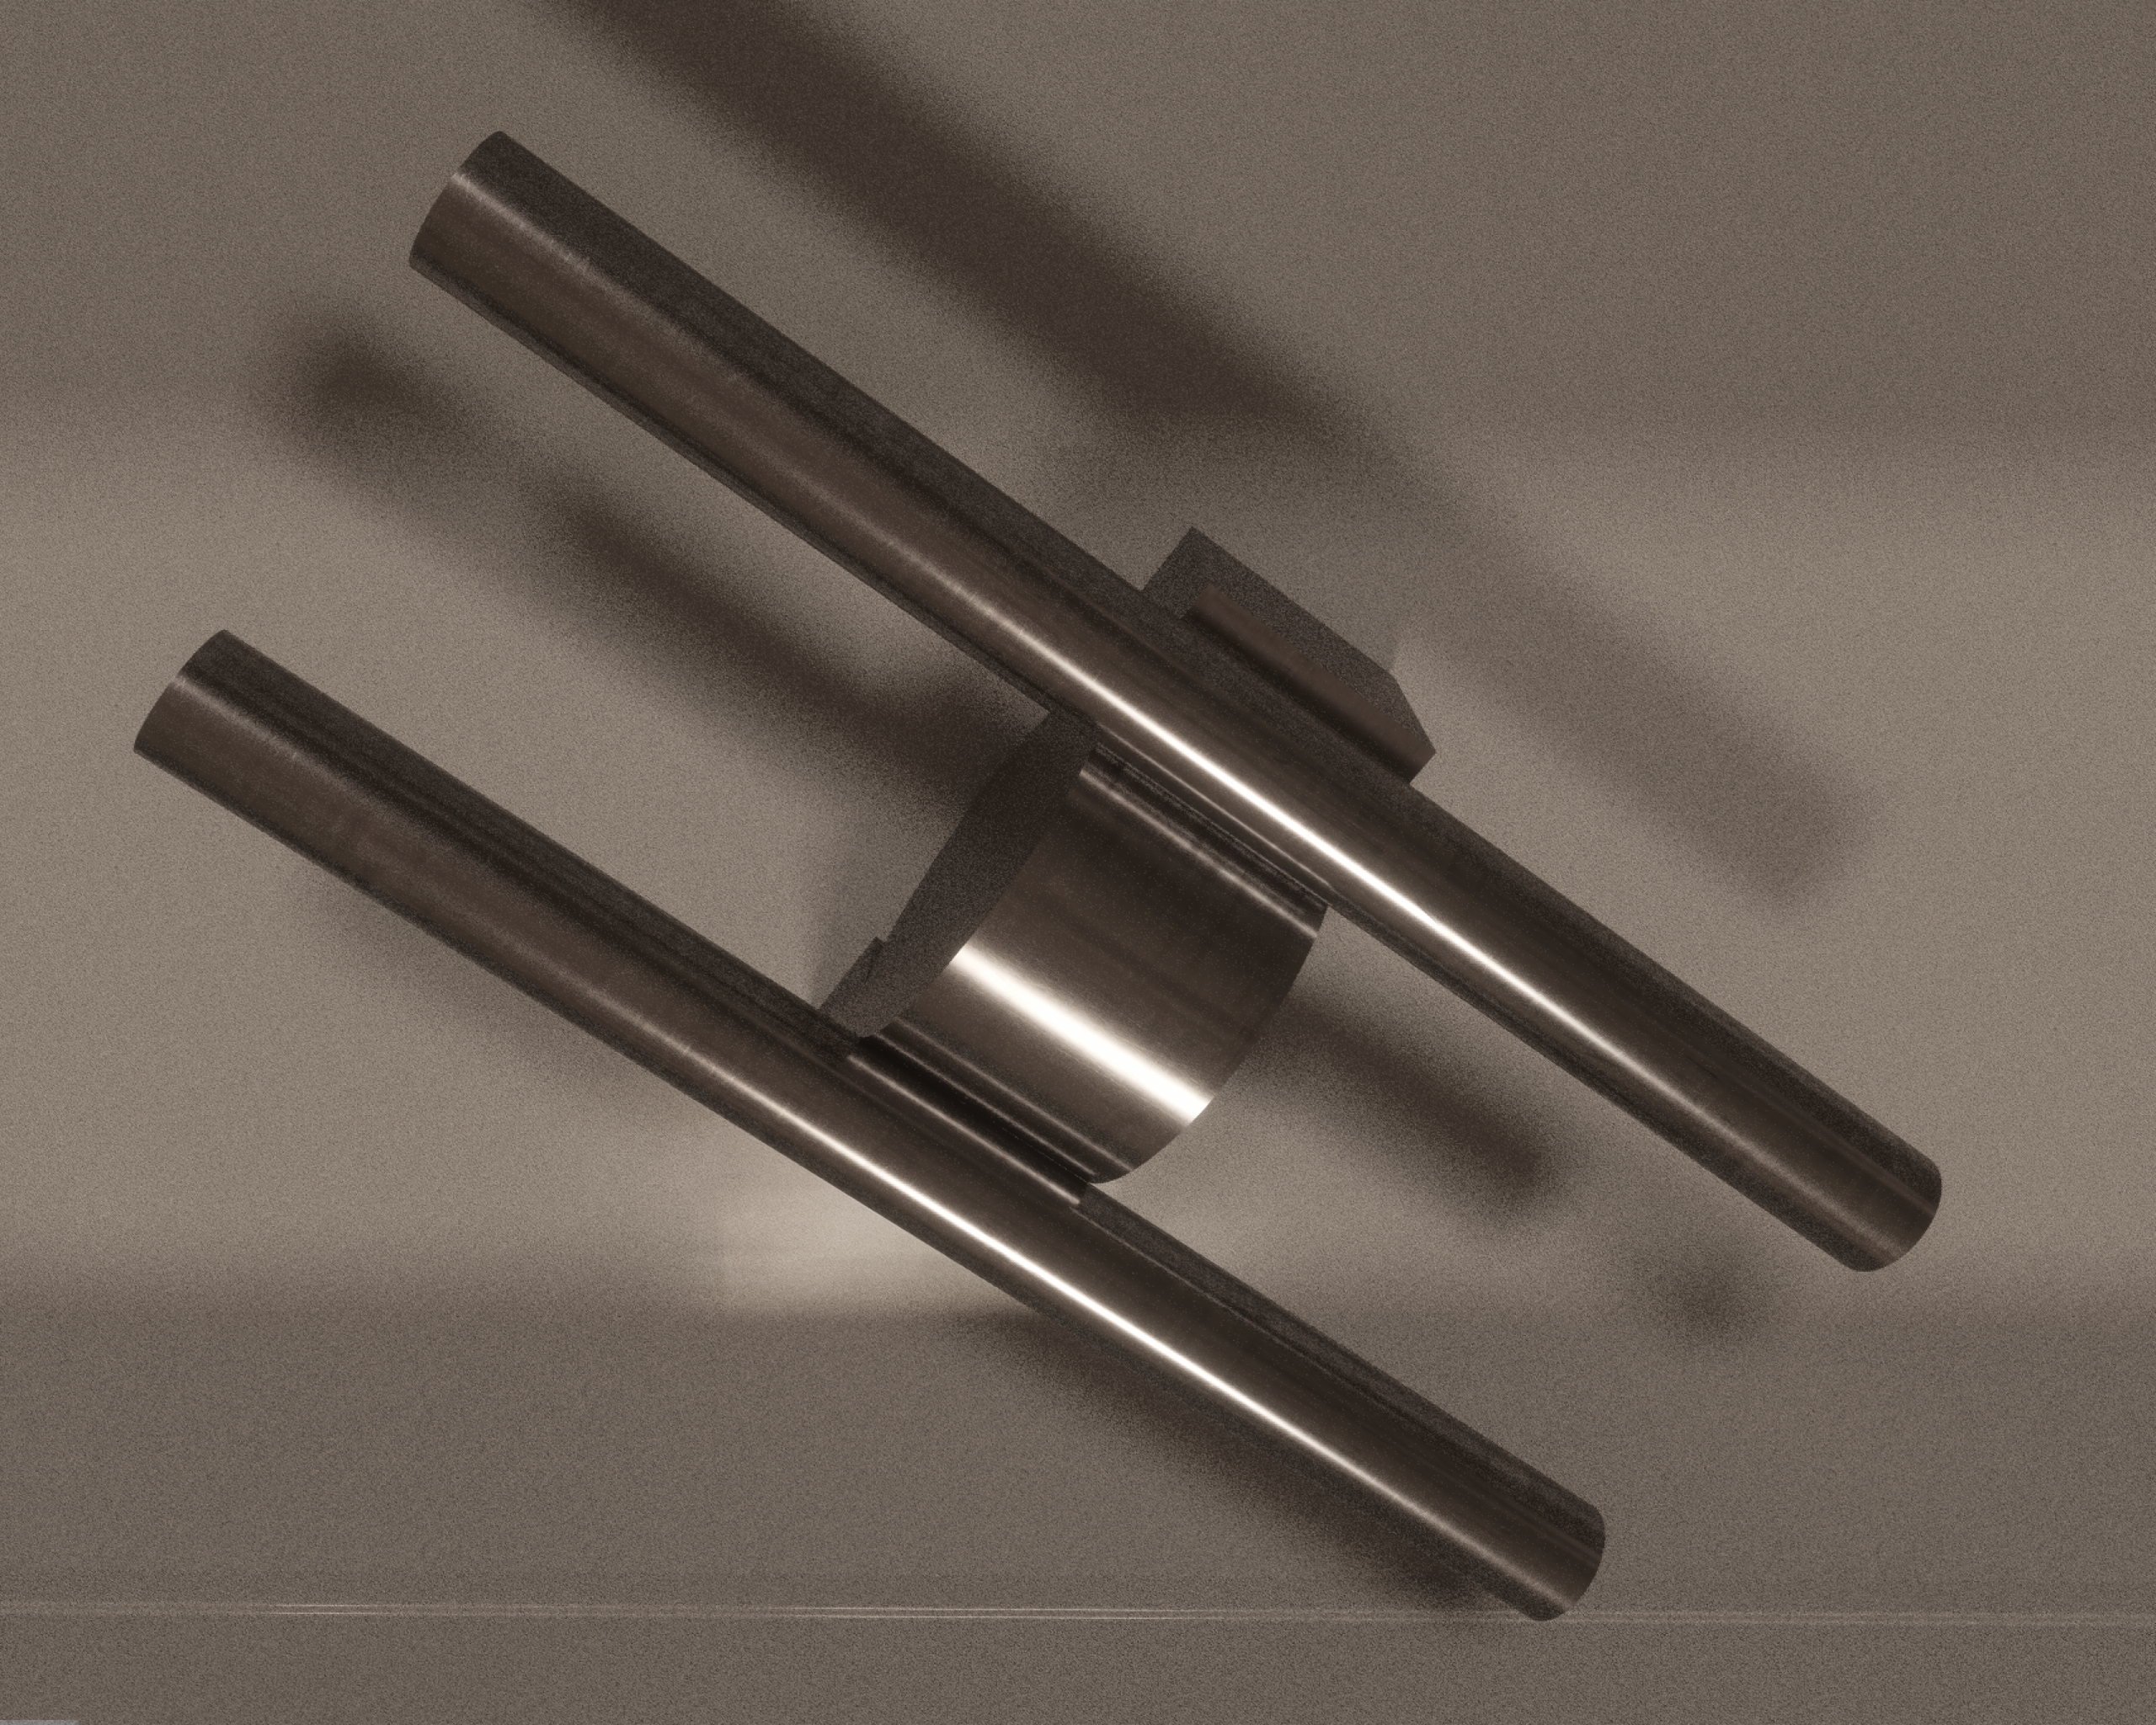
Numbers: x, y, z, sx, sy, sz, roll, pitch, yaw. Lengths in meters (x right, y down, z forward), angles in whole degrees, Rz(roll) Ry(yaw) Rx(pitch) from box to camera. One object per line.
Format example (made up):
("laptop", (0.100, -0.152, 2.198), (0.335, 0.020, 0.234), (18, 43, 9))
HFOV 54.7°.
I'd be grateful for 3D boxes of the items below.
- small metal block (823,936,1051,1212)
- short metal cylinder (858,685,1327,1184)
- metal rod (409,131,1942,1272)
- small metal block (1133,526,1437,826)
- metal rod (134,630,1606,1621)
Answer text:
("small metal block", (-0.029, 0.047, 0.413), (0.050, 0.050, 0.025), (35, 106, -12))
("short metal cylinder", (0.003, 0.012, 0.385), (0.050, 0.080, 0.080), (35, 106, -12))
("metal rod", (0.027, -0.018, 0.350), (0.301, 0.025, 0.025), (34, 106, -12))
("small metal block", (0.035, -0.033, 0.384), (0.050, 0.050, 0.025), (35, 106, -12))
("metal rod", (-0.027, 0.054, 0.377), (0.301, 0.025, 0.025), (34, 106, -12))
